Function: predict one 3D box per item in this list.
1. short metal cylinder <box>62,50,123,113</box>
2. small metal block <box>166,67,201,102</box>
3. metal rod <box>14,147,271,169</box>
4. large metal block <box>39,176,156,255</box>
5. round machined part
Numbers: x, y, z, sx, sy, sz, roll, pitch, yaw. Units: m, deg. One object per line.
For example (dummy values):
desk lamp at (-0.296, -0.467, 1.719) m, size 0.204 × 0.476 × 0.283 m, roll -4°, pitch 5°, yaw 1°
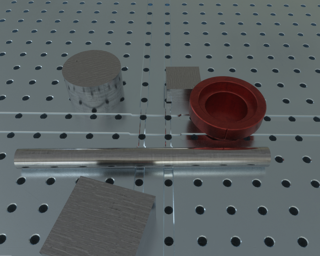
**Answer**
short metal cylinder at (-0.095, -0.068, 0.447) m, size 0.081 × 0.050 × 0.080 m, roll 0°, pitch 50°, yaw 0°
small metal block at (0.034, -0.066, 0.464) m, size 0.050 × 0.025 × 0.050 m, roll 0°, pitch 50°, yaw -1°
metal rod at (-0.020, 0.036, 0.376) m, size 0.302 × 0.025 × 0.025 m, roll 0°, pitch 50°, yaw -1°
large metal block at (-0.054, 0.103, 0.304) m, size 0.080 × 0.050 × 0.080 m, roll 13°, pitch 51°, yaw 10°
round machined part at (0.088, -0.022, 0.416) m, size 0.099 × 0.042 × 0.098 m, roll 1°, pitch 50°, yaw 0°
